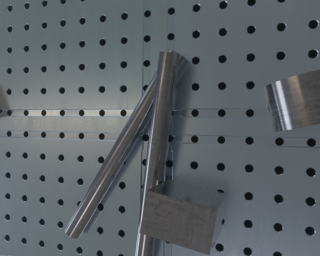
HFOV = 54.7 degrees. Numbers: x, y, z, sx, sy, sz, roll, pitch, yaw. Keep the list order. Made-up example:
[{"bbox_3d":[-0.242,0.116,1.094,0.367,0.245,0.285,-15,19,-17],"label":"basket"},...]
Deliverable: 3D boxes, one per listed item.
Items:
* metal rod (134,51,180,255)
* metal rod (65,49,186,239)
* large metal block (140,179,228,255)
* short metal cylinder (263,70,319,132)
[{"bbox_3d":[-0.007,0.054,0.401,0.025,0.025,0.298,10,99,19],"label":"metal rod"},{"bbox_3d":[-0.053,0.029,0.431,0.025,0.025,0.299,34,101,16],"label":"metal rod"},{"bbox_3d":[0.032,0.101,0.372,0.080,0.080,0.050,11,94,19],"label":"large metal block"},{"bbox_3d":[0.157,-0.028,0.328,0.080,0.080,0.050,-13,86,19],"label":"short metal cylinder"}]
